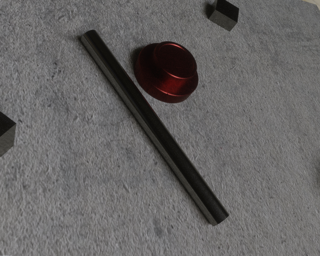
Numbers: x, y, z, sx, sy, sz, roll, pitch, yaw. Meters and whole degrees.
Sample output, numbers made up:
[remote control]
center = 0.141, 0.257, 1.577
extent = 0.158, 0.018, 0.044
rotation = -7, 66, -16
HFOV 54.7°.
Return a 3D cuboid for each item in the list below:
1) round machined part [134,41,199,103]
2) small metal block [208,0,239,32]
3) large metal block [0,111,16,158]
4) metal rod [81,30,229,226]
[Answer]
[round machined part]
center = 0.015, -0.088, 0.457
extent = 0.099, 0.042, 0.098
rotation = 14, 56, -21
[small metal block]
center = 0.127, -0.226, 0.613
extent = 0.050, 0.025, 0.050
rotation = 25, 53, -13
[large metal block]
center = -0.194, 0.008, 0.279
extent = 0.080, 0.050, 0.080
rotation = 38, 51, -3
[metal rod]
center = -0.012, -0.007, 0.403
extent = 0.025, 0.025, 0.299
rotation = -28, 77, -38
